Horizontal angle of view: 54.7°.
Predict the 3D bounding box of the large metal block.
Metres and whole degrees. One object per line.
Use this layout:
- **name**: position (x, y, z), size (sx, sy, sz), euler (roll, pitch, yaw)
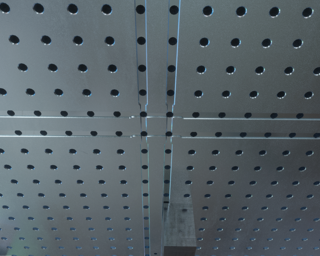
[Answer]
- **large metal block**: position (0.030, 0.188, 0.536), size (0.050, 0.080, 0.079), euler (2, 130, -2)
